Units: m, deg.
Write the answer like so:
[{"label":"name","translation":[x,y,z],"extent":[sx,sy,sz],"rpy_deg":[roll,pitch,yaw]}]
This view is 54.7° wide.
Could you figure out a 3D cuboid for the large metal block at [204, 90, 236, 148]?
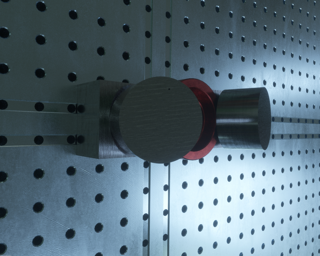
[{"label":"large metal block","translation":[0.070,-0.013,0.451],"extent":[0.081,0.050,0.080],"rpy_deg":[-1,91,-40]}]

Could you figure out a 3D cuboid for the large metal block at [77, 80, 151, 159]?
[{"label":"large metal block","translation":[-0.046,-0.008,0.354],"extent":[0.081,0.050,0.080],"rpy_deg":[1,90,-40]}]

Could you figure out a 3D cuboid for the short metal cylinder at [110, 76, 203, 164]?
[{"label":"short metal cylinder","translation":[-0.006,-0.008,0.306],"extent":[0.081,0.050,0.079],"rpy_deg":[0,91,-19]}]

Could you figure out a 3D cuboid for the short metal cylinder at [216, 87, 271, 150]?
[{"label":"short metal cylinder","translation":[0.111,-0.012,0.404],"extent":[0.080,0.050,0.080],"rpy_deg":[1,89,-60]}]

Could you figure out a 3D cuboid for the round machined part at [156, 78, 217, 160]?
[{"label":"round machined part","translation":[0.028,-0.011,0.383],"extent":[0.099,0.042,0.097],"rpy_deg":[0,90,-40]}]
